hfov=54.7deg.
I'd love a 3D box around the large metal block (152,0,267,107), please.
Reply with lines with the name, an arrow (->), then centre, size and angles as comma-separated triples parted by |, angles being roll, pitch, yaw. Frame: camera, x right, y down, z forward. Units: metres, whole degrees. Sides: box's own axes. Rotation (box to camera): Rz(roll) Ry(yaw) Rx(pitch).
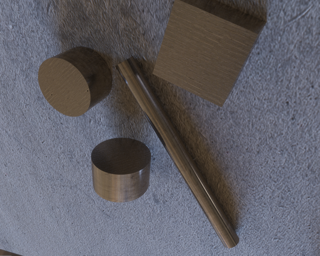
large metal block -> 0.048, -0.081, 0.315 | 0.080, 0.050, 0.079 | 28, 128, 10

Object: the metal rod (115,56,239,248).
metal rod -> 0.030, 0.042, 0.415 | 0.025, 0.025, 0.299 | -20, 108, 35

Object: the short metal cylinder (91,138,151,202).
short metal cylinder -> -0.054, 0.057, 0.433 | 0.080, 0.080, 0.050 | 17, 125, 18

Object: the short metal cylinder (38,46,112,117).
short metal cylinder -> -0.111, -0.062, 0.409 | 0.080, 0.050, 0.079 | 13, 124, 20
